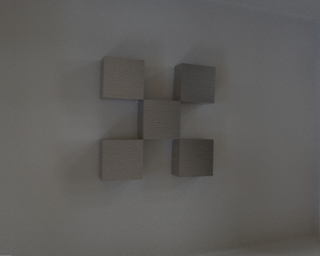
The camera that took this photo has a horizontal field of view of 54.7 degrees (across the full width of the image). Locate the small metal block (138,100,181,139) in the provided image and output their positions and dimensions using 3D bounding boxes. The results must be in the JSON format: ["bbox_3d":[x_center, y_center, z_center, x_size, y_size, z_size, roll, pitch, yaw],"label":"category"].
[{"bbox_3d":[-0.001,-0.011,0.407,0.050,0.025,0.050,0,90,-20],"label":"small metal block"}]

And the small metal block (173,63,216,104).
[{"bbox_3d":[0.047,-0.059,0.425,0.050,0.025,0.050,3,89,-20],"label":"small metal block"}]

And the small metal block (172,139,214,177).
[{"bbox_3d":[0.045,0.040,0.424,0.050,0.025,0.050,1,90,-20],"label":"small metal block"}]

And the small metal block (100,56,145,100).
[{"bbox_3d":[-0.048,-0.061,0.391,0.050,0.025,0.050,2,90,-20],"label":"small metal block"}]

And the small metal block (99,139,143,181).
[{"bbox_3d":[-0.049,0.039,0.390,0.050,0.025,0.050,1,90,-20],"label":"small metal block"}]
